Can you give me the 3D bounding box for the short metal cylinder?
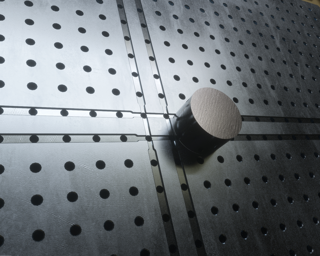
[{"bbox_3d":[0.066,-0.009,0.433,0.081,0.050,0.080,14,56,-21],"label":"short metal cylinder"}]
